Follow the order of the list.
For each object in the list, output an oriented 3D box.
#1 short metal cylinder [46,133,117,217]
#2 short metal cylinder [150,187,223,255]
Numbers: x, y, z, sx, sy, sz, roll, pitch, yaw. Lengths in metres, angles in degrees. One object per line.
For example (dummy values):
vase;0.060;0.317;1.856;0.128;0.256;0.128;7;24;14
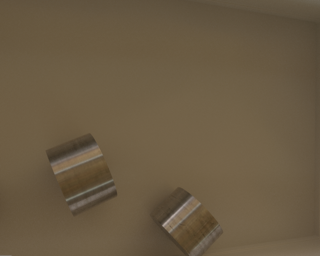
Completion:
short metal cylinder;-0.088;0.052;0.349;0.050;0.080;0.080;-23;98;-18
short metal cylinder;0.033;0.122;0.393;0.050;0.080;0.080;-42;103;-15
